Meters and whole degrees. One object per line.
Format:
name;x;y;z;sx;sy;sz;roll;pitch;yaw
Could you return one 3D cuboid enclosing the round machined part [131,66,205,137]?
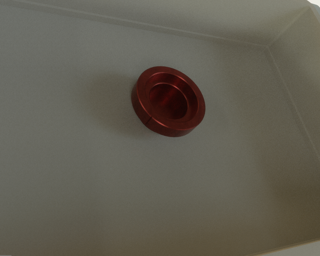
round machined part;0.008;-0.031;0.413;0.099;0.042;0.098;13;56;-21
